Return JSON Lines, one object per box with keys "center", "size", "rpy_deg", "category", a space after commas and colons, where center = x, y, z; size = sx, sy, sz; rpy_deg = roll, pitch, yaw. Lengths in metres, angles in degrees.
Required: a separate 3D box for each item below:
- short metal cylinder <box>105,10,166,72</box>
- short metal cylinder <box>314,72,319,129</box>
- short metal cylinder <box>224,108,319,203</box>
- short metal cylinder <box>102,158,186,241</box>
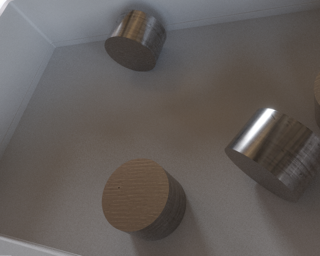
{"center": [-0.036, -0.130, 0.467], "size": [0.080, 0.080, 0.050], "rpy_deg": [7, 66, 31], "category": "short metal cylinder"}
{"center": [0.196, -0.027, 0.304], "size": [0.080, 0.050, 0.080], "rpy_deg": [-13, 56, 20], "category": "short metal cylinder"}
{"center": [0.110, 0.026, 0.297], "size": [0.080, 0.080, 0.050], "rpy_deg": [35, 82, 38], "category": "short metal cylinder"}
{"center": [-0.017, 0.081, 0.348], "size": [0.080, 0.050, 0.080], "rpy_deg": [-13, 56, 20], "category": "short metal cylinder"}
